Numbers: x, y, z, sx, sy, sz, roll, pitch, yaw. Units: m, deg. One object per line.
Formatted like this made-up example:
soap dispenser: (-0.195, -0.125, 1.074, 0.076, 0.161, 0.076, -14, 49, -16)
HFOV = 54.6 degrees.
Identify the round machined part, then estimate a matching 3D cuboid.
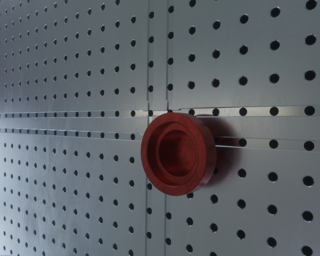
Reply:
round machined part: (0.026, 0.030, 0.378, 0.098, 0.042, 0.097, 0, 90, 40)
